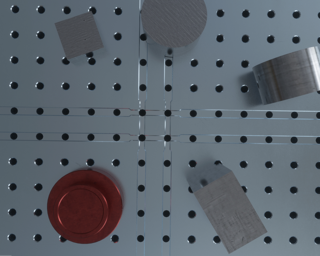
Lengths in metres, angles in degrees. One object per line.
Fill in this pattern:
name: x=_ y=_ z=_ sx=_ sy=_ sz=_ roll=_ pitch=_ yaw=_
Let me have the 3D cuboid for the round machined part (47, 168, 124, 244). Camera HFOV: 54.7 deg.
round machined part: x=-0.098 y=0.103 z=0.404 sx=0.099 sy=0.042 sz=0.097 roll=0 pitch=90 yaw=-1

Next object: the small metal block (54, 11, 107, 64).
small metal block: x=-0.104 y=-0.120 z=0.412 sx=0.050 sy=0.025 sz=0.050 roll=-19 pitch=90 yaw=-1

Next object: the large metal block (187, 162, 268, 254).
large metal block: x=0.079 y=0.094 z=0.387 sx=0.050 sy=0.080 sz=0.080 roll=-30 pitch=90 yaw=0

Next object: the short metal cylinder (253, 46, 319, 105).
short metal cylinder: x=0.163 y=-0.064 z=0.388 sx=0.080 sy=0.080 sz=0.050 roll=-16 pitch=90 yaw=0

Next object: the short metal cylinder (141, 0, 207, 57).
short metal cylinder: x=0.017 y=-0.138 z=0.401 sx=0.081 sy=0.050 sz=0.079 roll=0 pitch=90 yaw=-1
